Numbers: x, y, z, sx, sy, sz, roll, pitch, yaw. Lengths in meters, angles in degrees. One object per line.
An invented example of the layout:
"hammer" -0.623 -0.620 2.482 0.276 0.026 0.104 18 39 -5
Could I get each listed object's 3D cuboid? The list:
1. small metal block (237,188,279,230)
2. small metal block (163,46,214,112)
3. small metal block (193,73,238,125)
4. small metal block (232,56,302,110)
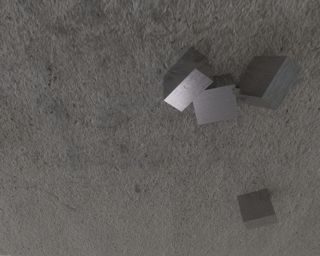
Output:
"small metal block" 0.158 0.132 0.505 0.050 0.050 0.025 -19 128 15
"small metal block" 0.030 -0.055 0.344 0.025 0.050 0.050 31 123 -24
"small metal block" 0.066 -0.035 0.378 0.050 0.025 0.050 -11 130 8
"small metal block" 0.115 -0.050 0.336 0.025 0.050 0.050 33 88 -25
